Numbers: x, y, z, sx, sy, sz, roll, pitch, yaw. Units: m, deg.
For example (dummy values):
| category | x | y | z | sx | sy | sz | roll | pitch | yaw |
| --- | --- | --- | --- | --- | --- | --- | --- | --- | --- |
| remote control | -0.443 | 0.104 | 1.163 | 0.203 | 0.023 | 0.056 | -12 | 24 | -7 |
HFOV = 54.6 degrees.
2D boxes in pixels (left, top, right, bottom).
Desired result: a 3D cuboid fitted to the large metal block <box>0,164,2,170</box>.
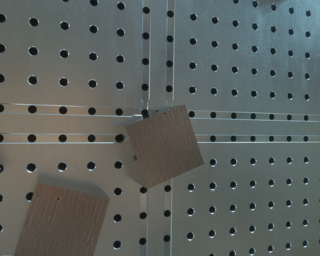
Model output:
| category | x | y | z | sx | sy | sz | roll | pitch | yaw |
| --- | --- | --- | --- | --- | --- | --- | --- | --- | --- |
| large metal block | -0.223 | 0.025 | 0.317 | 0.081 | 0.050 | 0.080 | -23 | 98 | -19 |

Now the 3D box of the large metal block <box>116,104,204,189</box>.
| category | x | y | z | sx | sy | sz | roll | pitch | yaw |
| --- | --- | --- | --- | --- | --- | --- | --- | --- | --- |
| large metal block | -0.001 | 0.022 | 0.399 | 0.081 | 0.050 | 0.080 | -21 | 97 | -19 |

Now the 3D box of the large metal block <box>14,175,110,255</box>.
| category | x | y | z | sx | sy | sz | roll | pitch | yaw |
| --- | --- | --- | --- | --- | --- | --- | --- | --- | --- |
| large metal block | -0.112 | 0.107 | 0.358 | 0.080 | 0.050 | 0.080 | 18 | 84 | -19 |
